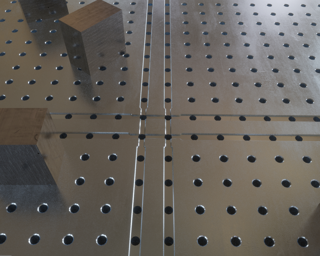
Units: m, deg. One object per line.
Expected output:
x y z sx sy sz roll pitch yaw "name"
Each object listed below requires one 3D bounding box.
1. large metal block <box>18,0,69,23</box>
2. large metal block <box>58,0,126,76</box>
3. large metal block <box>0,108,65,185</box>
-0.227 -0.255 0.583 0.081 0.080 0.050 -22 54 -18 "large metal block"
-0.103 -0.144 0.491 0.050 0.080 0.080 33 57 24 "large metal block"
-0.162 0.023 0.351 0.081 0.080 0.050 0 50 -1 "large metal block"
